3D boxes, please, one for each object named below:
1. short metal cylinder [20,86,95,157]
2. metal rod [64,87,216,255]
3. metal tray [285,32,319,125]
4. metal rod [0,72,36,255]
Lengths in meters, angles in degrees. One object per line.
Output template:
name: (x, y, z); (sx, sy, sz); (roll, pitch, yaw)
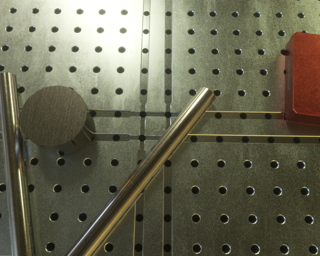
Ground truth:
short metal cylinder: (-0.129, -0.008, 0.400); (0.081, 0.050, 0.080); (0, 70, 0)
metal rod: (-0.025, 0.063, 0.388); (0.025, 0.025, 0.300); (36, 73, 12)
metal tray: (0.228, -0.069, 0.437); (0.091, 0.030, 0.130); (8, 70, 2)
metal rod: (-0.178, 0.065, 0.385); (0.025, 0.025, 0.299); (-13, 71, -5)
